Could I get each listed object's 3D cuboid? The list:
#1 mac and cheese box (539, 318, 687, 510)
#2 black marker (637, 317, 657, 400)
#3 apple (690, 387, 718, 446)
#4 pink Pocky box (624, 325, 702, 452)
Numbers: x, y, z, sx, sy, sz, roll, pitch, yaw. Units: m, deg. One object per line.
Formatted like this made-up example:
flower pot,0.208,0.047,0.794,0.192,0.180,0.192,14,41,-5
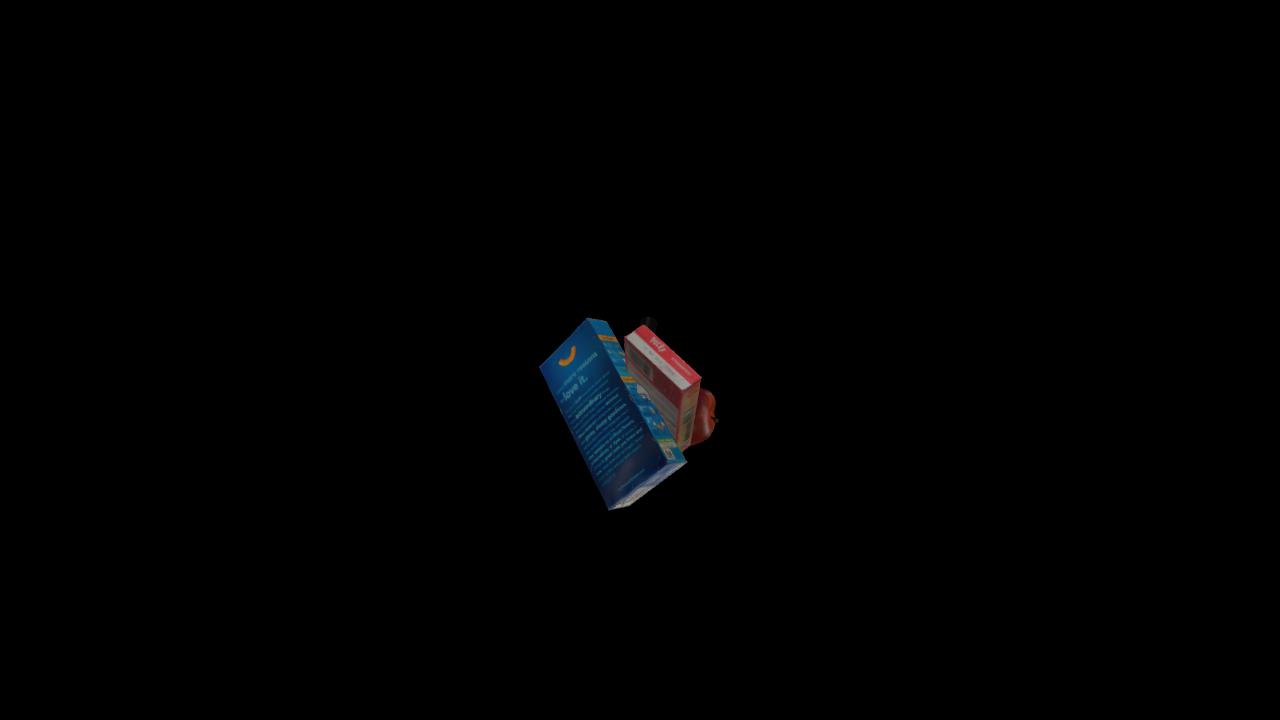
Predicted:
mac and cheese box,-0.034,0.055,0.650,0.093,0.184,0.041,-43,-28,28
black marker,0.006,-0.004,0.673,0.020,0.121,0.020,3,-44,3
apple,0.048,0.066,0.735,0.093,0.079,0.079,1,0,21
pink Pocky box,0.021,0.037,0.643,0.029,0.084,0.155,-36,-26,-20
